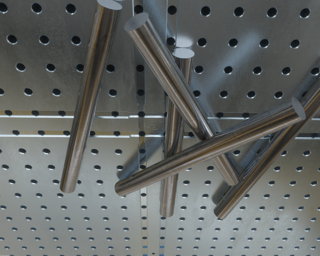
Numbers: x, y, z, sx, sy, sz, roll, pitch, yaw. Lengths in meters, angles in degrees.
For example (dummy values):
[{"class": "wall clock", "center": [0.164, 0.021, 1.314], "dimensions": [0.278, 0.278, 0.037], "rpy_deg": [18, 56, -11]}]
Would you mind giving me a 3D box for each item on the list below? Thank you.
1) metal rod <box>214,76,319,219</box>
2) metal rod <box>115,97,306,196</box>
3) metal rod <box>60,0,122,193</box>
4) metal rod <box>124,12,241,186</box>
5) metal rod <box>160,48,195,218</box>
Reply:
[{"class": "metal rod", "center": [0.156, 0.041, 0.448], "dimensions": [0.025, 0.025, 0.298], "rpy_deg": [15, 129, -13]}, {"class": "metal rod", "center": [0.037, 0.039, 0.399], "dimensions": [0.025, 0.025, 0.299], "rpy_deg": [35, 136, -26]}, {"class": "metal rod", "center": [-0.097, -0.015, 0.397], "dimensions": [0.025, 0.025, 0.298], "rpy_deg": [14, 129, -12]}, {"class": "metal rod", "center": [0.046, -0.008, 0.378], "dimensions": [0.025, 0.025, 0.300], "rpy_deg": [-21, 135, 17]}, {"class": "metal rod", "center": [0.019, 0.031, 0.437], "dimensions": [0.025, 0.025, 0.298], "rpy_deg": [2, 130, -2]}]
